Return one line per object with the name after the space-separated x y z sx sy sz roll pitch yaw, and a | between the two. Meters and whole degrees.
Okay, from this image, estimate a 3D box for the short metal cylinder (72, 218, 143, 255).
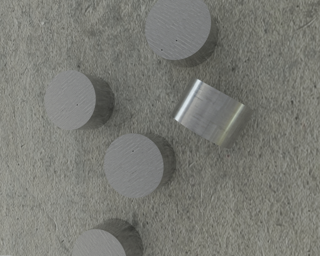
-0.070 0.170 0.420 0.080 0.050 0.080 0 90 20 | short metal cylinder

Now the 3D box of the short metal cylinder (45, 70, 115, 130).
-0.112 -0.037 0.435 0.080 0.050 0.080 0 90 20 | short metal cylinder

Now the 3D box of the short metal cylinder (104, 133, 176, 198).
-0.025 0.046 0.404 0.080 0.050 0.080 0 90 20 | short metal cylinder

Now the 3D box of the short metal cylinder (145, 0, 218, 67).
0.028 -0.120 0.386 0.080 0.050 0.080 0 90 20 | short metal cylinder

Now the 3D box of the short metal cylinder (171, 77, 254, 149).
0.060 -0.018 0.358 0.080 0.080 0.050 32 101 17 | short metal cylinder
